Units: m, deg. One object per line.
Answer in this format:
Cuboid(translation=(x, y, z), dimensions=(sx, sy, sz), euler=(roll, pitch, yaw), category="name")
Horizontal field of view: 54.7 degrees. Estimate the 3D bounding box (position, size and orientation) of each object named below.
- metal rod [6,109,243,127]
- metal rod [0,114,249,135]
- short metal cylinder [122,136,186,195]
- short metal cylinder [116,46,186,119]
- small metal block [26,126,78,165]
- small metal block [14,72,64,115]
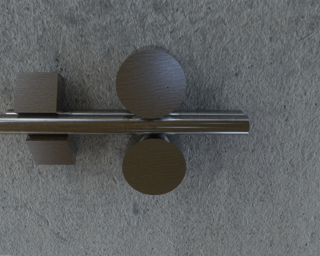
Cuboid(translation=(-0.045, -0.012, 0.406), dimensions=(0.302, 0.025, 0.025), euler=(0, 110, -1), category="metal rod")
Cuboid(translation=(-0.044, -0.004, 0.383), dimensions=(0.302, 0.025, 0.025), euler=(0, 110, 0), category="metal rod")
Cuboid(translation=(-0.007, 0.042, 0.413), dimensions=(0.081, 0.050, 0.079), euler=(0, 110, 0), category="short metal cylinder")
Cuboid(translation=(-0.010, -0.057, 0.376), dimensions=(0.081, 0.050, 0.079), euler=(0, 110, 0), category="short metal cylinder")
Cuboid(translation=(-0.140, 0.024, 0.408), dimensions=(0.050, 0.025, 0.050), euler=(0, 137, -1), category="small metal block")
Cuboid(translation=(-0.149, -0.041, 0.384), dimensions=(0.050, 0.025, 0.050), euler=(0, 83, 0), category="small metal block")
